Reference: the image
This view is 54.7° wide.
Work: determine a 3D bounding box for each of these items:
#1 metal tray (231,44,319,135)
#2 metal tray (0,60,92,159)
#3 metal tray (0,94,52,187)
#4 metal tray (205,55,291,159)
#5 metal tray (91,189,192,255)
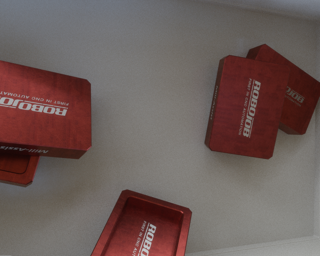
[{"bbox_3d":[0.180,-0.056,0.474,0.131,0.030,0.090,28,81,-18],"label":"metal tray"},{"bbox_3d":[-0.140,-0.019,0.324,0.131,0.030,0.090,9,61,-31],"label":"metal tray"},{"bbox_3d":[-0.190,0.004,0.325,0.131,0.030,0.090,17,68,-20],"label":"metal tray"},{"bbox_3d":[0.119,-0.028,0.429,0.091,0.030,0.129,9,96,-5],"label":"metal tray"},{"bbox_3d":[-0.019,0.131,0.338,0.090,0.130,0.030,16,121,4],"label":"metal tray"}]
